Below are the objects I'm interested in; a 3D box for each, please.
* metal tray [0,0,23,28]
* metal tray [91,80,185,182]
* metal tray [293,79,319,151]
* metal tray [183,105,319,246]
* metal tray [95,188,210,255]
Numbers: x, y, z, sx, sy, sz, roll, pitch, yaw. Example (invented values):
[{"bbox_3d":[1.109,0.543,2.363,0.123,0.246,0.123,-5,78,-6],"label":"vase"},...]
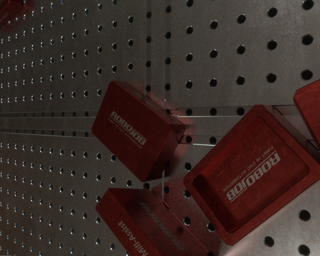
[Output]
[{"bbox_3d":[-0.357,-0.289,0.695,0.130,0.030,0.090,-15,81,38],"label":"metal tray"},{"bbox_3d":[-0.036,0.002,0.434,0.130,0.030,0.089,39,113,32],"label":"metal tray"},{"bbox_3d":[0.178,0.010,0.244,0.090,0.030,0.130,-27,73,19],"label":"metal tray"},{"bbox_3d":[0.094,0.050,0.327,0.129,0.030,0.090,-51,61,27],"label":"metal tray"},{"bbox_3d":[-0.006,0.126,0.367,0.130,0.090,0.030,42,102,31],"label":"metal tray"}]
